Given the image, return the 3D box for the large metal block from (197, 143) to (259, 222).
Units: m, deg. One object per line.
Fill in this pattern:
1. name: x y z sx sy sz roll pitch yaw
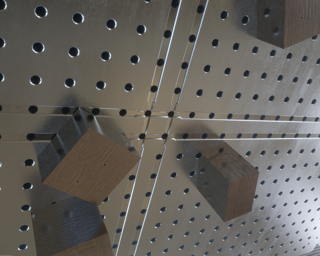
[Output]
1. large metal block: 0.101 0.082 0.481 0.050 0.080 0.080 -14 124 -20

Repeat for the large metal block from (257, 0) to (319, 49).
1. large metal block: 0.171 -0.157 0.390 0.080 0.050 0.080 -24 127 -13

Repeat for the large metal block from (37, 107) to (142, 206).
1. large metal block: -0.084 0.036 0.370 0.080 0.050 0.080 -49 129 6

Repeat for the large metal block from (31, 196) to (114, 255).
1. large metal block: -0.113 0.137 0.398 0.081 0.080 0.050 -17 125 -19
